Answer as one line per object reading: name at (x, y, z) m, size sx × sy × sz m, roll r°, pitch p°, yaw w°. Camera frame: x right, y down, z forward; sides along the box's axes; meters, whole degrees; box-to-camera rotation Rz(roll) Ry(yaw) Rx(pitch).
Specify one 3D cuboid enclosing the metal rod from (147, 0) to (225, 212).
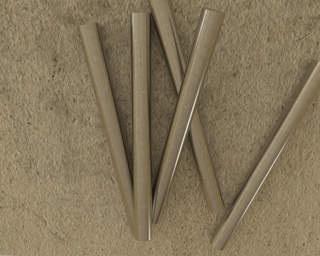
metal rod at (0.039, -0.019, 0.403) m, size 0.025 × 0.025 × 0.298 m, roll -16°, pitch 110°, yaw 5°

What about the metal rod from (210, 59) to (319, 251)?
metal rod at (0.144, 0.050, 0.430) m, size 0.025 × 0.025 × 0.298 m, roll 21°, pitch 109°, yaw -8°

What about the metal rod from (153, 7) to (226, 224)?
metal rod at (0.023, 0.006, 0.389) m, size 0.025 × 0.025 × 0.298 m, roll 12°, pitch 118°, yaw -5°

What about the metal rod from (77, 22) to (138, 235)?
metal rod at (-0.058, 0.016, 0.414) m, size 0.025 × 0.025 × 0.298 m, roll -10°, pitch 110°, yaw 3°

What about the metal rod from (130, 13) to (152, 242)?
metal rod at (-0.023, 0.010, 0.400) m, size 0.025 × 0.025 × 0.298 m, roll 0°, pitch 105°, yaw -1°
